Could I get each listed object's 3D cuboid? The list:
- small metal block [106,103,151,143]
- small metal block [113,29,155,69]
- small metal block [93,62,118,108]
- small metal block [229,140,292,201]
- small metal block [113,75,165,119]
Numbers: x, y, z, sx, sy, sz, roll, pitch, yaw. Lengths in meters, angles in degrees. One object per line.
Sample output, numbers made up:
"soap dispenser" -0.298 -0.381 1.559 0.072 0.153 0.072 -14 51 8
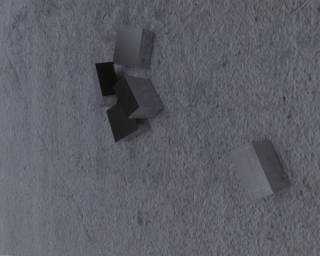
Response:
"small metal block" -0.046 -0.012 0.443 0.050 0.025 0.050 -28 72 36
"small metal block" -0.037 -0.112 0.436 0.050 0.025 0.050 15 99 39
"small metal block" -0.080 -0.063 0.456 0.050 0.025 0.050 135 122 -68
"small metal block" 0.100 0.040 0.306 0.025 0.050 0.050 -31 71 36
"small metal block" -0.027 -0.040 0.411 0.025 0.050 0.050 -40 66 33
